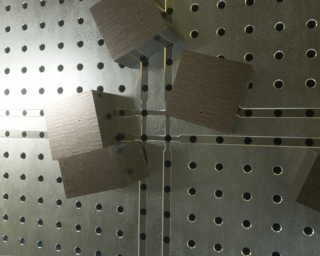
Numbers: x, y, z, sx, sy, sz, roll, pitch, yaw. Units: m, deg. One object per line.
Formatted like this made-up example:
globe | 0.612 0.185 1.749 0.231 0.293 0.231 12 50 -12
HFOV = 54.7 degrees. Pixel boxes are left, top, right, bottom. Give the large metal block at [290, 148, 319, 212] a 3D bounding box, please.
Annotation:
large metal block | 0.187 0.063 0.318 0.080 0.080 0.050 24 98 18

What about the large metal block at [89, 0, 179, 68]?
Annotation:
large metal block | -0.033 -0.138 0.410 0.080 0.050 0.080 -27 81 17

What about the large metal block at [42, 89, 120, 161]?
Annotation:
large metal block | -0.110 -0.003 0.437 0.080 0.050 0.080 -13 86 19

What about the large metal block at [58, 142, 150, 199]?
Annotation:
large metal block | -0.070 0.053 0.407 0.080 0.080 0.050 -15 85 19

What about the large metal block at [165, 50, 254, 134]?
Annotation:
large metal block | 0.061 -0.043 0.377 0.080 0.050 0.080 18 96 18
